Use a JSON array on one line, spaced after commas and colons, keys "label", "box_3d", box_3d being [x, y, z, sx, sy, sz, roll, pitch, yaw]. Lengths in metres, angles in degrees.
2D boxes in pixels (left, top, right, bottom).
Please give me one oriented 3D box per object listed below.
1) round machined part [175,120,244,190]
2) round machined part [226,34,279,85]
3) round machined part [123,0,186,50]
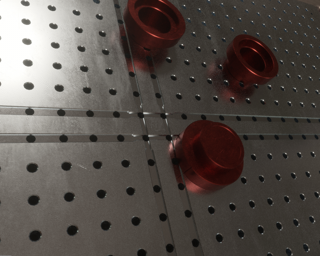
[{"label": "round machined part", "box_3d": [0.074, 0.031, 0.420, 0.099, 0.042, 0.098, 14, 56, -21]}, {"label": "round machined part", "box_3d": [0.160, -0.117, 0.558, 0.099, 0.042, 0.098, 14, 56, -21]}, {"label": "round machined part", "box_3d": [-0.012, -0.164, 0.493, 0.099, 0.042, 0.098, 14, 56, -21]}]
